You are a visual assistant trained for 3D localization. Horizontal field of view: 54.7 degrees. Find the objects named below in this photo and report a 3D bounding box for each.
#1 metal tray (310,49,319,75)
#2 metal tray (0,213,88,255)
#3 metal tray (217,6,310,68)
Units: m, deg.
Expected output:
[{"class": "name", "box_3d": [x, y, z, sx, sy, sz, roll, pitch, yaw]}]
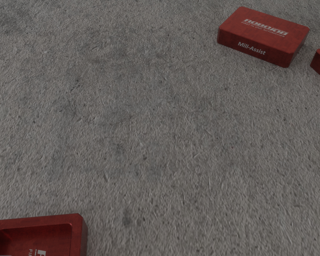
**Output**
[{"class": "metal tray", "box_3d": [0.308, -0.079, 0.469, 0.091, 0.030, 0.130, -16, 52, -13]}, {"class": "metal tray", "box_3d": [-0.116, 0.146, 0.275, 0.091, 0.030, 0.130, -4, 50, -4]}, {"class": "metal tray", "box_3d": [0.177, -0.161, 0.536, 0.130, 0.030, 0.090, 28, 55, 21]}]
